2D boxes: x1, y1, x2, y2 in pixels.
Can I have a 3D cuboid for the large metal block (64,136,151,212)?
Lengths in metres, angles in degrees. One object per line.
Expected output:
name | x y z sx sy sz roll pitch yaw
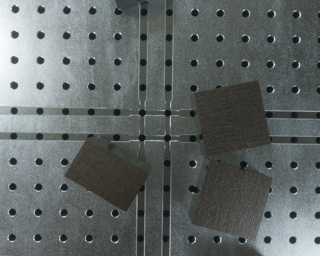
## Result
large metal block | -0.059 0.052 0.385 0.080 0.080 0.050 31 90 -1

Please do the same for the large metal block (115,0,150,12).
large metal block | -0.033 -0.211 0.400 0.080 0.050 0.080 -21 90 -1

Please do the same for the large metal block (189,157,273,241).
large metal block | 0.088 0.089 0.402 0.080 0.050 0.080 16 90 -1

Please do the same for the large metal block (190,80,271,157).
large metal block | 0.088 -0.012 0.402 0.080 0.050 0.080 -11 90 -1
